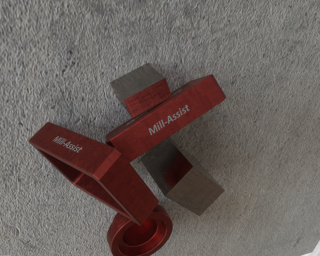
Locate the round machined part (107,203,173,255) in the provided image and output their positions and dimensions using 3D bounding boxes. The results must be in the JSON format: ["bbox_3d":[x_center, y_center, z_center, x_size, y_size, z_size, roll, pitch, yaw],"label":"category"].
[{"bbox_3d":[-0.034,0.152,0.471,0.099,0.042,0.097,-14,124,-21],"label":"round machined part"}]

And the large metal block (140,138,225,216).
[{"bbox_3d":[0.030,0.064,0.428,0.050,0.080,0.080,-47,129,5],"label":"large metal block"}]

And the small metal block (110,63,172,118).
[{"bbox_3d":[-0.023,-0.044,0.351,0.050,0.050,0.025,-30,128,-10],"label":"small metal block"}]

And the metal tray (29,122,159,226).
[{"bbox_3d":[-0.072,0.045,0.327,0.030,0.130,0.090,-51,134,-24],"label":"metal tray"}]

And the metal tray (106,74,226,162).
[{"bbox_3d":[0.001,-0.011,0.356,0.130,0.090,0.030,-33,99,-7],"label":"metal tray"}]
